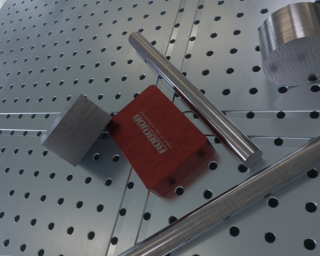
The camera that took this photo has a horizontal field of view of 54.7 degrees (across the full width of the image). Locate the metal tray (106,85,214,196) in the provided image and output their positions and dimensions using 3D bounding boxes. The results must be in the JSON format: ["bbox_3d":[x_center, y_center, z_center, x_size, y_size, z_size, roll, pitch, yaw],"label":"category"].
[{"bbox_3d":[-0.005,0.011,0.401,0.090,0.030,0.130,-41,51,0],"label":"metal tray"}]

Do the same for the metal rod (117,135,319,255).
[{"bbox_3d":[0.045,0.096,0.325,0.300,0.025,0.025,-33,52,6],"label":"metal rod"}]

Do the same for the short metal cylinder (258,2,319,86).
[{"bbox_3d":[0.155,-0.091,0.348,0.080,0.080,0.050,-11,57,22],"label":"short metal cylinder"}]

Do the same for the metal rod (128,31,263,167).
[{"bbox_3d":[0.030,-0.059,0.428,0.025,0.025,0.300,-39,51,2],"label":"metal rod"}]

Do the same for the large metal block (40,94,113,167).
[{"bbox_3d":[-0.119,0.001,0.432,0.080,0.050,0.080,-55,20,-11],"label":"large metal block"}]
